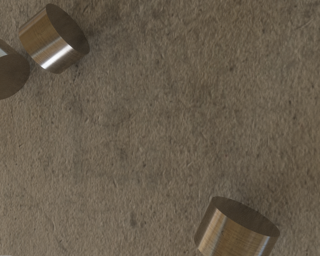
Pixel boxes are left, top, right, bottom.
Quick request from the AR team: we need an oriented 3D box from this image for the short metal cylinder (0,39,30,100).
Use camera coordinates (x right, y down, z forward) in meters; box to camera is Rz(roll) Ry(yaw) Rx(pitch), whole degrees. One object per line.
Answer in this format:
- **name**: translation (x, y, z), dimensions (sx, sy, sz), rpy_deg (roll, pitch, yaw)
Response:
- **short metal cylinder**: translation (-0.246, -0.089, 0.465), dimensions (0.050, 0.080, 0.080), rpy_deg (37, 102, 16)

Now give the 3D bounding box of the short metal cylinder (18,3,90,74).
- **short metal cylinder**: translation (-0.144, -0.122, 0.429), dimensions (0.050, 0.080, 0.080), rpy_deg (-31, 80, 17)

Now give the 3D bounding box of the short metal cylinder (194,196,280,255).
- **short metal cylinder**: translation (0.085, 0.120, 0.349), dimensions (0.080, 0.080, 0.050), rpy_deg (25, 99, 18)
